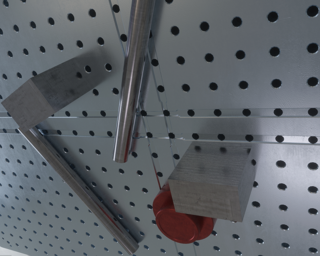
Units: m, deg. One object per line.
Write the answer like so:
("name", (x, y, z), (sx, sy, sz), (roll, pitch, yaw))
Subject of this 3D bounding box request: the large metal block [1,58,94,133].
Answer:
("large metal block", (-0.154, -0.045, 0.429), (0.080, 0.080, 0.050), (-24, 106, 36))

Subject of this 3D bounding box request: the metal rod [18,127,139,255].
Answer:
("metal rod", (-0.141, 0.110, 0.553), (0.025, 0.025, 0.300), (-32, 101, 38))

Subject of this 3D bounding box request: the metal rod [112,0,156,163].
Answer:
("metal rod", (-0.033, -0.073, 0.383), (0.025, 0.025, 0.298), (23, 127, 14))

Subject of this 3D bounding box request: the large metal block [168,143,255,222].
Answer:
("large metal block", (0.066, 0.062, 0.379), (0.080, 0.080, 0.050), (1, 119, 27))

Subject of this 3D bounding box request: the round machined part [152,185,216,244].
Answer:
("round machined part", (0.033, 0.134, 0.466), (0.098, 0.042, 0.097), (13, 124, 21))
